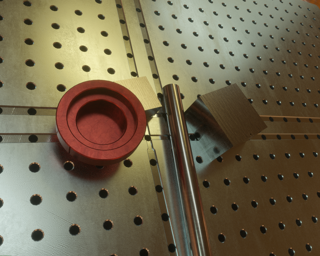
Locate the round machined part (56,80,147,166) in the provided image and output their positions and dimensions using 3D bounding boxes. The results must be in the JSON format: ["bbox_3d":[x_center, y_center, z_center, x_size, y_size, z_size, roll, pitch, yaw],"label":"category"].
[{"bbox_3d":[-0.068,-0.003,0.356,0.099,0.042,0.098,8,64,-16],"label":"round machined part"}]

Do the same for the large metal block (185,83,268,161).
[{"bbox_3d":[0.093,-0.010,0.449,0.081,0.050,0.080,-22,74,-36],"label":"large metal block"}]

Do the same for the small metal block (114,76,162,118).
[{"bbox_3d":[-0.033,-0.039,0.414,0.050,0.025,0.050,-16,70,-35],"label":"small metal block"}]

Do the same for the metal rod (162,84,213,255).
[{"bbox_3d":[0.036,0.074,0.381,0.025,0.025,0.299,6,59,-26],"label":"metal rod"}]
